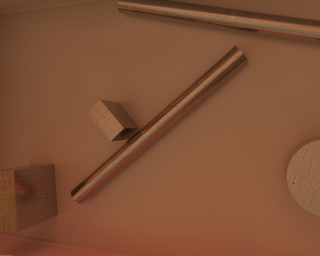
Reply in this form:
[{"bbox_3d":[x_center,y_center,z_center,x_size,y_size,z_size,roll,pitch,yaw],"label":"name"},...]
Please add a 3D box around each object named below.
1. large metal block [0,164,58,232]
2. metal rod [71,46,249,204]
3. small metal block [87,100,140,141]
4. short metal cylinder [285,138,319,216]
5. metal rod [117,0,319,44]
[{"bbox_3d":[-0.198,0.097,0.449,0.050,0.080,0.080,-5,88,20],"label":"large metal block"},{"bbox_3d":[-0.010,0.005,0.413,0.299,0.025,0.025,-41,78,15],"label":"metal rod"},{"bbox_3d":[-0.061,-0.010,0.418,0.025,0.050,0.050,-44,77,15],"label":"small metal block"},{"bbox_3d":[0.179,0.051,0.334,0.080,0.050,0.079,0,90,19],"label":"short metal cylinder"},{"bbox_3d":[0.085,-0.133,0.380,0.301,0.025,0.025,15,95,18],"label":"metal rod"}]
